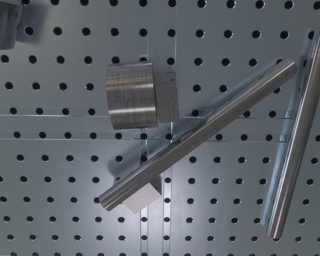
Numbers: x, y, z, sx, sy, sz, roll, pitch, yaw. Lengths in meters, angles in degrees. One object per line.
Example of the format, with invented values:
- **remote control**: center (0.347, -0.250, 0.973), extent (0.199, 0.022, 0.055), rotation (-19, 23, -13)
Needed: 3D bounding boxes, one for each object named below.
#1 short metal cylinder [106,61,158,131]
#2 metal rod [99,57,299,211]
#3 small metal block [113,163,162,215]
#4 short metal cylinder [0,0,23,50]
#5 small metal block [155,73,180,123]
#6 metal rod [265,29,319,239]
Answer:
- **short metal cylinder**: center (-0.031, -0.038, 0.370), extent (0.050, 0.080, 0.079), rotation (-5, 110, 2)
- **metal rod**: center (0.045, 0.012, 0.401), extent (0.300, 0.025, 0.025), rotation (-37, 106, 6)
- **small metal block**: center (-0.033, 0.088, 0.445), extent (0.050, 0.025, 0.050), rotation (-37, 106, 12)
- **short metal cylinder**: center (-0.197, -0.124, 0.336), extent (0.080, 0.080, 0.050), rotation (20, 109, -7)
- **small metal block**: center (0.009, -0.039, 0.386), extent (0.025, 0.050, 0.050), rotation (-6, 110, 2)
- **metal rod**: center (0.186, 0.022, 0.422), extent (0.025, 0.025, 0.298), rotation (5, 110, -2)
